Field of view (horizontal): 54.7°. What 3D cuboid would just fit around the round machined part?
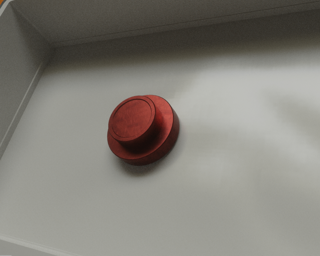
[{"bbox_3d":[-0.028,-0.004,0.406,0.098,0.042,0.098,-13,56,20],"label":"round machined part"}]
